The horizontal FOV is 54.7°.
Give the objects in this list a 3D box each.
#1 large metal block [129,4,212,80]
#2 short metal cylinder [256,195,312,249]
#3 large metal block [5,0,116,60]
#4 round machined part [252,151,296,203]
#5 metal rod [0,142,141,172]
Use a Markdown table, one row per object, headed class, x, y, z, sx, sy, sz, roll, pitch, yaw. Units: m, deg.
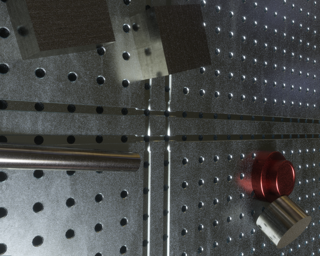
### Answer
| class | x | y | z | sx | sy | sz | roll | pitch | yaw |
| --- | --- | --- | --- | --- | --- | --- | --- | --- | --- |
| large metal block | 0.015 | -0.113 | 0.405 | 0.081 | 0.050 | 0.080 | -21 | 104 | -38 |
| short metal cylinder | 0.221 | 0.168 | 0.555 | 0.081 | 0.050 | 0.079 | -21 | 135 | -22 |
| large metal block | -0.100 | -0.117 | 0.308 | 0.081 | 0.050 | 0.080 | -21 | 103 | -38 |
| round machined part | 0.218 | 0.093 | 0.581 | 0.099 | 0.042 | 0.097 | 0 | 90 | -40 |
| metal rod | -0.147 | 0.025 | 0.286 | 0.302 | 0.025 | 0.025 | 8 | 85 | -40 |
